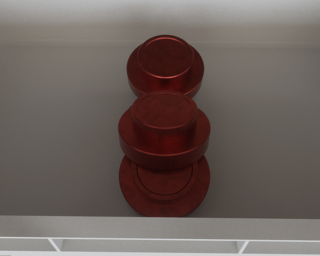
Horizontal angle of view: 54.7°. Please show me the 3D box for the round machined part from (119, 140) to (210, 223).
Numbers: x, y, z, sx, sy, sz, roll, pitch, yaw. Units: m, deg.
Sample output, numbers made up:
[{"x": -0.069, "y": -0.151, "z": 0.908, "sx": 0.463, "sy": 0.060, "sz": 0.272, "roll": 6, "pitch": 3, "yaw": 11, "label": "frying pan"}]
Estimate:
[{"x": 0.005, "y": 0.049, "z": 0.333, "sx": 0.099, "sy": 0.042, "sz": 0.098, "roll": 0, "pitch": 65, "yaw": 0, "label": "round machined part"}]

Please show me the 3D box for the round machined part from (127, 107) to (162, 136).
[{"x": 0.003, "y": -0.013, "z": 0.403, "sx": 0.099, "sy": 0.042, "sz": 0.098, "roll": 0, "pitch": 49, "yaw": 0, "label": "round machined part"}]

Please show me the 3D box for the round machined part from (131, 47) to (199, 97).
[{"x": 0.007, "y": -0.086, "z": 0.450, "sx": 0.099, "sy": 0.042, "sz": 0.098, "roll": 0, "pitch": 34, "yaw": 0, "label": "round machined part"}]

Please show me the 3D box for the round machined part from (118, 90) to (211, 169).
[{"x": 0.005, "y": -0.005, "z": 0.330, "sx": 0.099, "sy": 0.042, "sz": 0.098, "roll": 0, "pitch": 39, "yaw": 0, "label": "round machined part"}]

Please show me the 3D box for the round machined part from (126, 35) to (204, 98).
[{"x": 0.007, "y": -0.078, "z": 0.391, "sx": 0.099, "sy": 0.042, "sz": 0.098, "roll": 0, "pitch": 62, "yaw": 0, "label": "round machined part"}]
